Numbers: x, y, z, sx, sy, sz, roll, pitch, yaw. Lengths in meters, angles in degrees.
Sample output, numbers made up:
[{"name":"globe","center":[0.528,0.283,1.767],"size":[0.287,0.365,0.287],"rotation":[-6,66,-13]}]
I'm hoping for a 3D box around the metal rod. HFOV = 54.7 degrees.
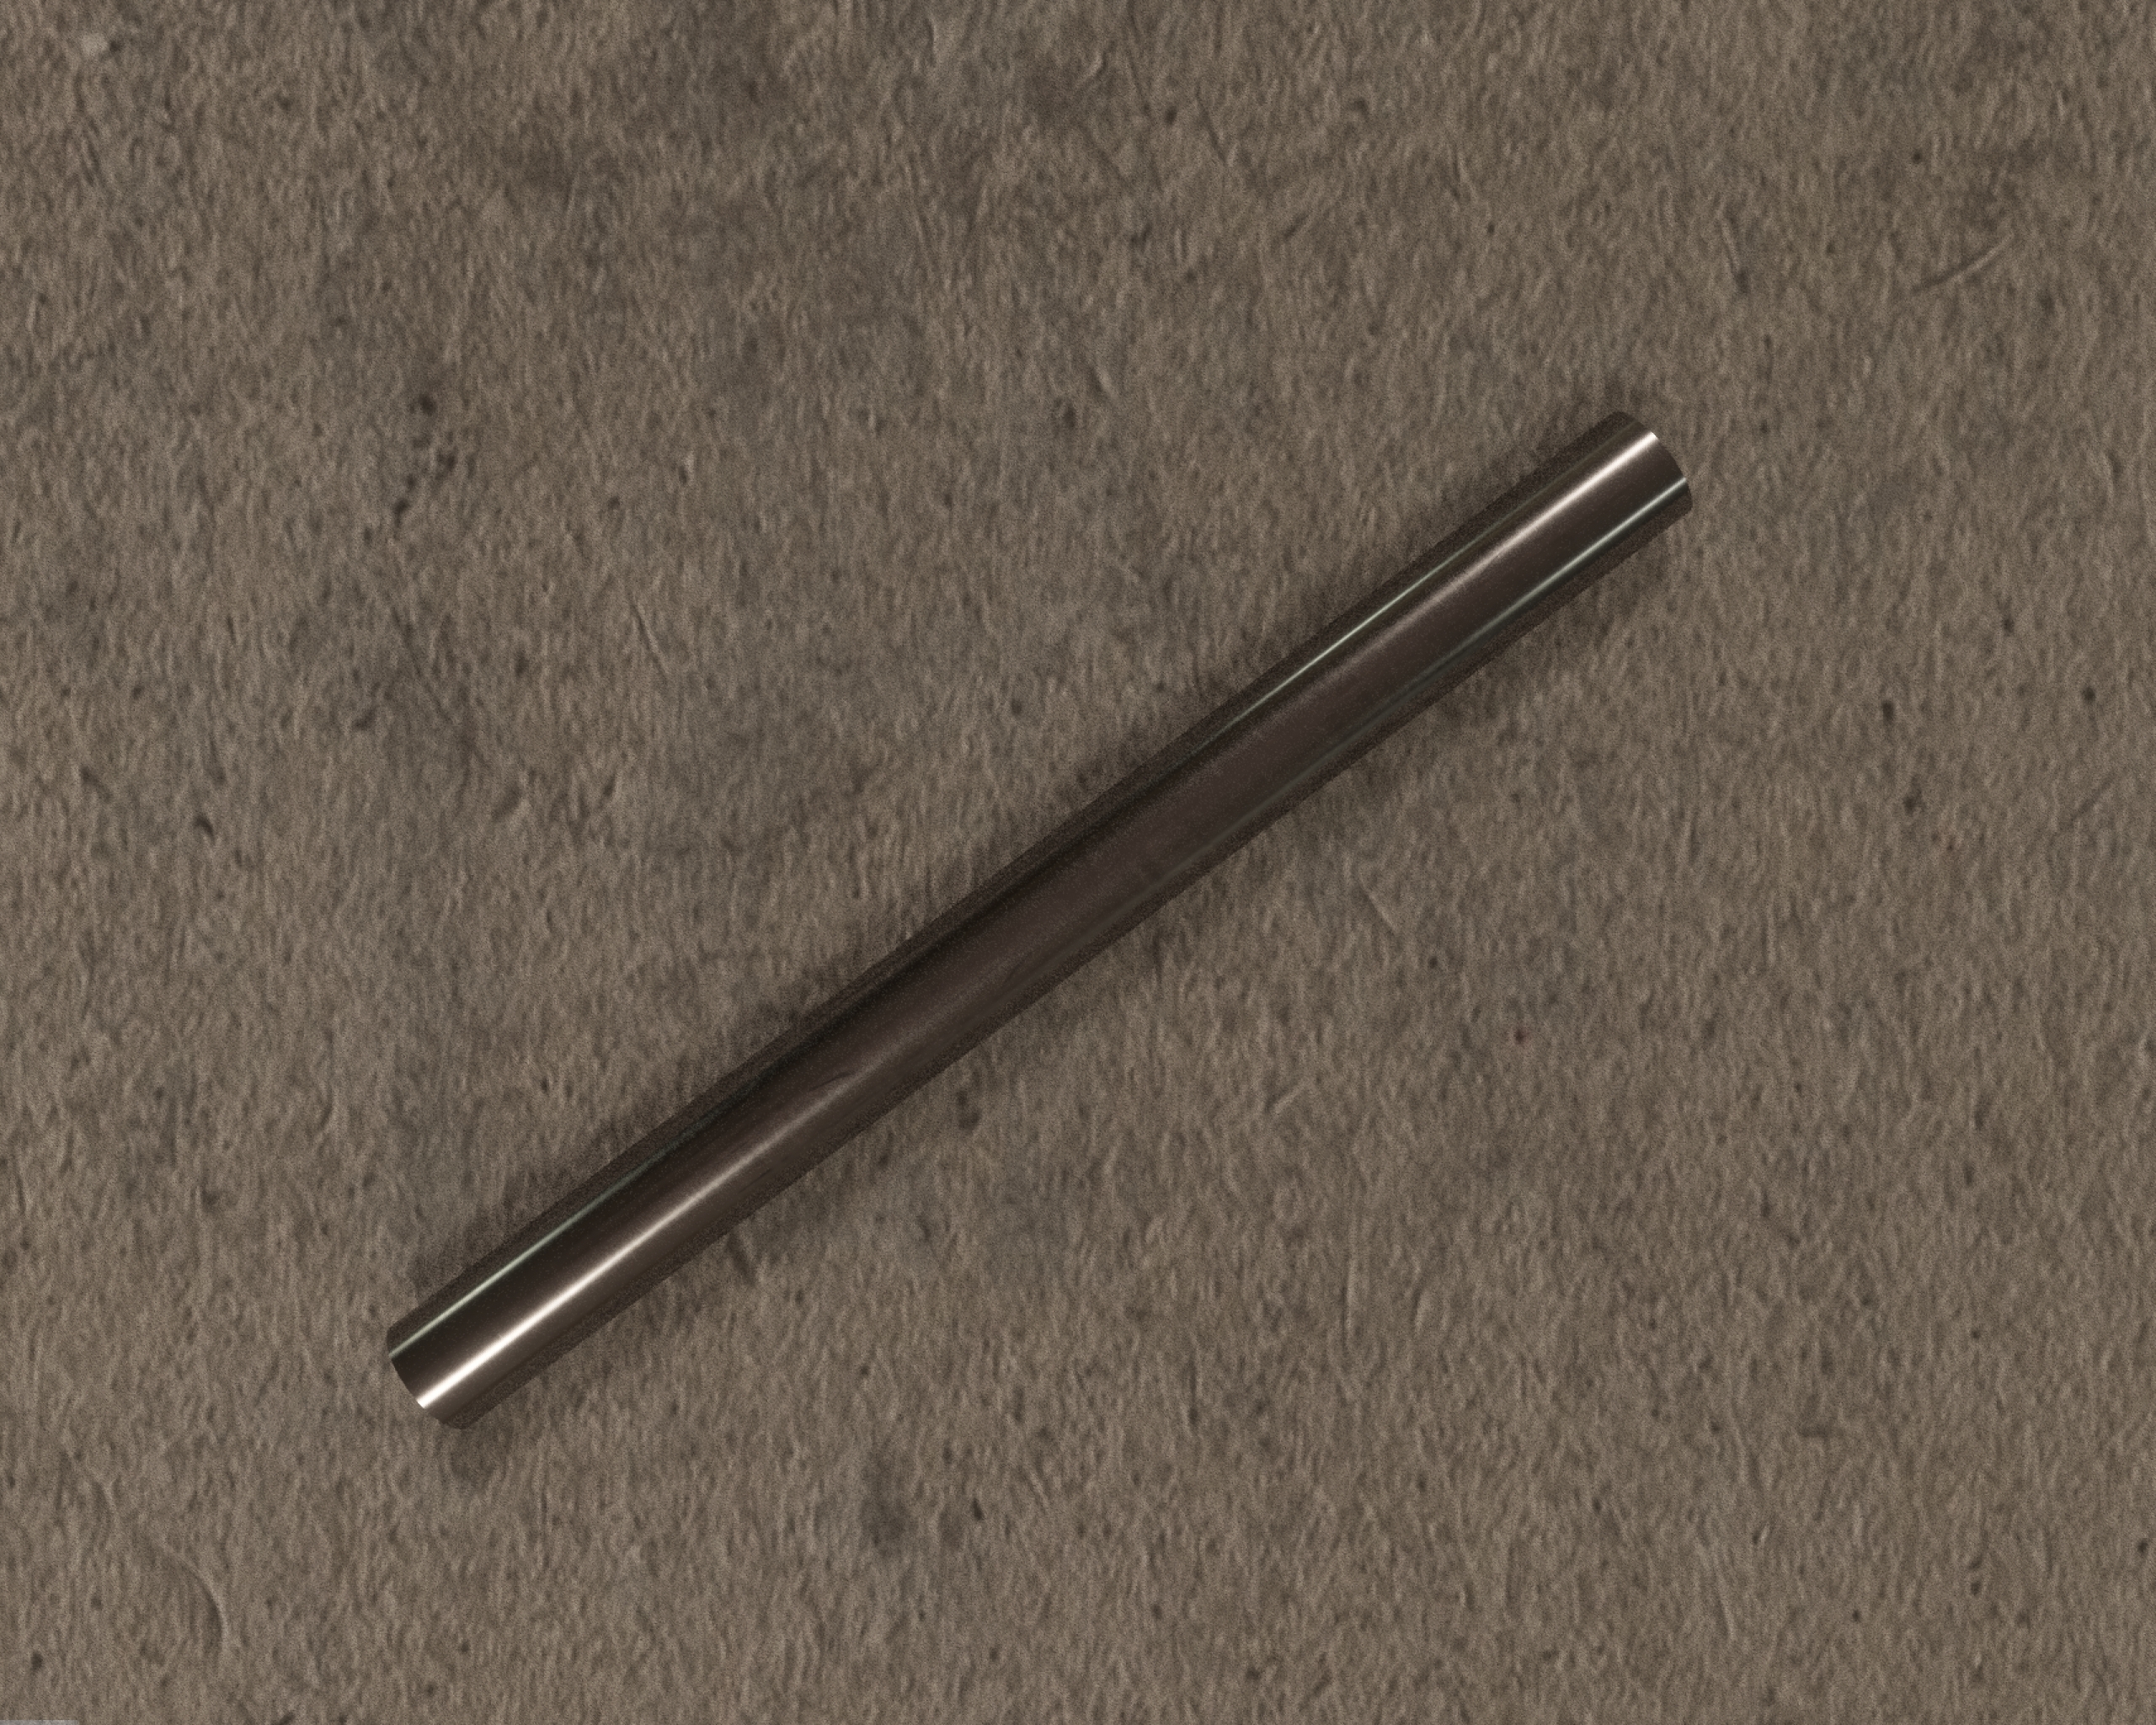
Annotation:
[{"name":"metal rod","center":[-0.007,0.011,0.411],"size":[0.301,0.025,0.025],"rotation":[-37,90,-1]}]
